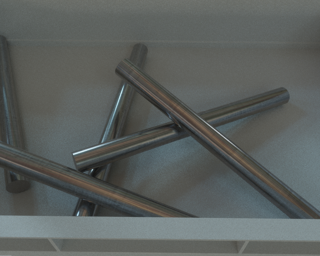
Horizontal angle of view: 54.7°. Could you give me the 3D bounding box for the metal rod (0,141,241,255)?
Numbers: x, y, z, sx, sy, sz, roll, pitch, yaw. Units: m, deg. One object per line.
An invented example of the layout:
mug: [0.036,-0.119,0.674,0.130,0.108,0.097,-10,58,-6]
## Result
metal rod: [-0.066,0.065,0.318,0.301,0.025,0.025,20,52,4]

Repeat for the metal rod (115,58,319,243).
metal rod: [0.064,0.017,0.350,0.300,0.025,0.025,40,60,14]

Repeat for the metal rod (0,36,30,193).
metal rod: [-0.216,-0.040,0.437,0.025,0.025,0.300,-18,52,-14]

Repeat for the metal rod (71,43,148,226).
metal rod: [-0.056,-0.016,0.418,0.025,0.025,0.300,7,50,6]

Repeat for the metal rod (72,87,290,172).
metal rod: [0.042,-0.004,0.390,0.302,0.025,0.025,-17,52,-21]
